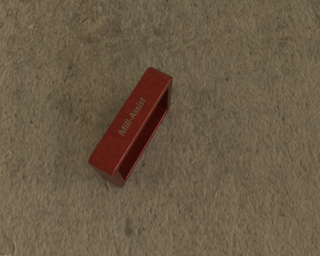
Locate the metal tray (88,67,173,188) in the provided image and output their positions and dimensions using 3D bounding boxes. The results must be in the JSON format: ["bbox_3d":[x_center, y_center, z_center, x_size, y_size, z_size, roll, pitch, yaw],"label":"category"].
[{"bbox_3d":[-0.030,0.002,0.372,0.030,0.090,0.130,28,72,9],"label":"metal tray"}]
